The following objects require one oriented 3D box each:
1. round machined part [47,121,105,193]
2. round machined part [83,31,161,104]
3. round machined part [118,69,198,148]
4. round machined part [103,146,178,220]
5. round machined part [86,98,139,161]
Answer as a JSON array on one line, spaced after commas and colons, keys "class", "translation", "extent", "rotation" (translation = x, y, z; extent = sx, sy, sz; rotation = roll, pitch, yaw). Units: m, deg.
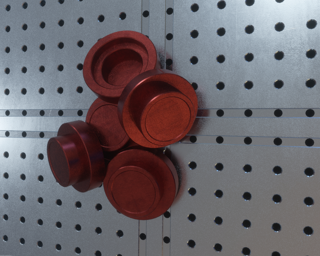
[{"class": "round machined part", "translation": [-0.119, 0.041, 0.419], "extent": [0.098, 0.042, 0.097], "rotation": [20, 117, 45]}, {"class": "round machined part", "translation": [-0.047, -0.075, 0.407], "extent": [0.098, 0.042, 0.098], "rotation": [-5, 68, 12]}, {"class": "round machined part", "translation": [0.002, -0.018, 0.371], "extent": [0.098, 0.099, 0.042], "rotation": [-58, 33, 11]}, {"class": "round machined part", "translation": [-0.028, 0.075, 0.399], "extent": [0.098, 0.042, 0.097], "rotation": [3, 102, 13]}, {"class": "round machined part", "translation": [-0.061, -0.003, 0.423], "extent": [0.098, 0.042, 0.097], "rotation": [0, 90, 19]}]
